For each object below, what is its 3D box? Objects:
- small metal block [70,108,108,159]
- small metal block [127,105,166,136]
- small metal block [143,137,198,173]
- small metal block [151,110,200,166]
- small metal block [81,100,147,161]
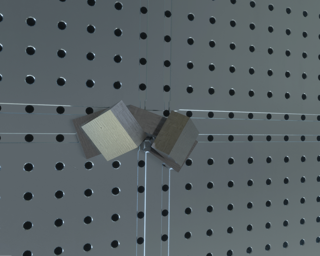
[{"bbox_3d":[-0.077,0.006,0.385,0.050,0.025,0.050,-21,97,-19],"label":"small metal block"},{"bbox_3d":[-0.024,-0.008,0.391,0.050,0.050,0.025,20,84,-19],"label":"small metal block"},{"bbox_3d":[0.015,0.024,0.419,0.050,0.025,0.050,37,78,-17],"label":"small metal block"},{"bbox_3d":[0.020,0.014,0.380,0.050,0.025,0.050,-60,152,-11],"label":"small metal block"},{"bbox_3d":[-0.052,0.004,0.351,0.050,0.050,0.025,55,35,-12],"label":"small metal block"}]
